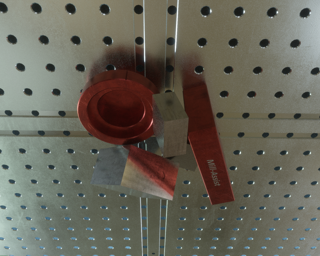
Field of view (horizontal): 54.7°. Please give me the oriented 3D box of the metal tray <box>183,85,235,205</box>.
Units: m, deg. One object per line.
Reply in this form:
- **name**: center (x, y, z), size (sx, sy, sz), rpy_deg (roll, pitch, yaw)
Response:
- **metal tray**: center (0.062, 0.023, 0.389), size (0.030, 0.090, 0.129), rpy_deg (-14, 129, 11)

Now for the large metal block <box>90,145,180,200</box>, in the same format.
- **large metal block**: center (-0.034, 0.062, 0.417), size (0.080, 0.050, 0.080), rpy_deg (25, 159, -33)

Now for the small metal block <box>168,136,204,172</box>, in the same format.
- **small metal block**: center (0.032, 0.029, 0.431), size (0.050, 0.025, 0.050), rpy_deg (16, 134, 0)

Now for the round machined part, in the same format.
- **round machined part**: center (-0.046, -0.029, 0.375), size (0.099, 0.042, 0.097), rpy_deg (-1, 130, 0)

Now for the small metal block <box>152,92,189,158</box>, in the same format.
- **small metal block**: center (0.010, -0.004, 0.338), size (0.025, 0.050, 0.050), rpy_deg (-9, 130, -11)
